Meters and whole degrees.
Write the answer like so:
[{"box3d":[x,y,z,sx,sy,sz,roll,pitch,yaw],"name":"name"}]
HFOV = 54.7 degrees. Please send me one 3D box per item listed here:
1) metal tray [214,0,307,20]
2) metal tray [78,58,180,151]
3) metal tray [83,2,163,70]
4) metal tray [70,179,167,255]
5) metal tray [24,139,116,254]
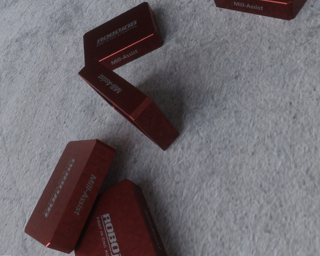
[{"box3d":[0.152,-0.210,0.449,0.130,0.030,0.090,29,77,37],"name":"metal tray"},{"box3d":[-0.041,-0.032,0.401,0.030,0.090,0.130,-48,52,-5],"name":"metal tray"},{"box3d":[-0.066,-0.150,0.525,0.130,0.030,0.090,-23,53,14],"name":"metal tray"},{"box3d":[-0.046,0.133,0.342,0.090,0.030,0.130,-32,52,7],"name":"metal tray"},{"box3d":[-0.113,0.079,0.389,0.090,0.030,0.130,-6,56,51],"name":"metal tray"}]
